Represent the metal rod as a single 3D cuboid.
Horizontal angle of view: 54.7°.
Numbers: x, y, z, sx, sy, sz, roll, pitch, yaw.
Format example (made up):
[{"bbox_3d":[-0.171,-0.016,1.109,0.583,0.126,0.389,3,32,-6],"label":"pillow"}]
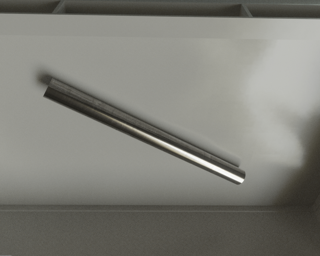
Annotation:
[{"bbox_3d":[-0.005,0.014,0.418,0.302,0.025,0.025,26,125,-21],"label":"metal rod"}]
